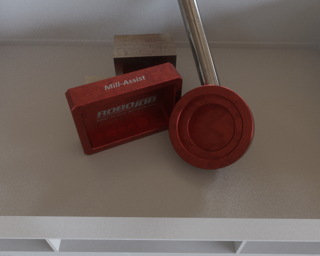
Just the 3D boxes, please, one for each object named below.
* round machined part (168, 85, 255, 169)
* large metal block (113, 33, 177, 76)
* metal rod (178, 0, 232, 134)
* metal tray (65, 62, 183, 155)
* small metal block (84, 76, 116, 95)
[{"bbox_3d":[0.063,0.000,0.374,0.098,0.042,0.097,-2,86,22],"label":"round machined part"},{"bbox_3d":[-0.021,-0.085,0.440,0.081,0.080,0.050,-3,50,-3],"label":"large metal block"},{"bbox_3d":[0.048,-0.135,0.425,0.025,0.025,0.299,-12,81,-11],"label":"metal rod"},{"bbox_3d":[-0.039,-0.022,0.380,0.131,0.089,0.030,-18,53,-15],"label":"metal tray"},{"bbox_3d":[-0.074,-0.044,0.425,0.050,0.050,0.025,0,51,-1],"label":"small metal block"}]
